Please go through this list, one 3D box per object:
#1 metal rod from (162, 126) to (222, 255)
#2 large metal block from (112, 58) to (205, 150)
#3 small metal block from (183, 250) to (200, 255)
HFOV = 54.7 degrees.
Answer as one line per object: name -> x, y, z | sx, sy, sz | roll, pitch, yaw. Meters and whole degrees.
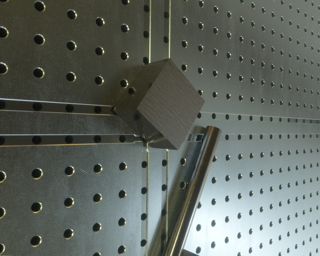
metal rod -> 0.032, 0.135, 0.438 | 0.025, 0.025, 0.299 | 34, 69, -35
large metal block -> 0.001, -0.029, 0.396 | 0.080, 0.050, 0.080 | 45, 63, -31
small metal block -> 0.057, 0.208, 0.444 | 0.025, 0.050, 0.050 | -44, 117, -32
